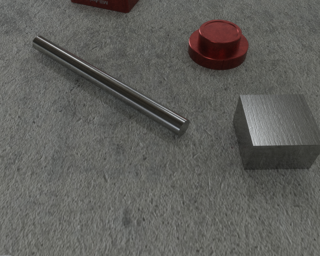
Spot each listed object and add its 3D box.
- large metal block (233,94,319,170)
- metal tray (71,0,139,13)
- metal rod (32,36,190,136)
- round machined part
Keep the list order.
[{"bbox_3d":[0.142,0.004,0.385,0.081,0.050,0.080,-1,50,-1],"label":"large metal block"},{"bbox_3d":[-0.108,-0.282,0.636,0.130,0.030,0.090,16,52,13],"label":"metal tray"},{"bbox_3d":[-0.086,-0.072,0.462,0.300,0.025,0.025,31,57,23],"label":"metal rod"},{"bbox_3d":[0.097,-0.143,0.514,0.099,0.042,0.098,0,50,0],"label":"round machined part"}]
